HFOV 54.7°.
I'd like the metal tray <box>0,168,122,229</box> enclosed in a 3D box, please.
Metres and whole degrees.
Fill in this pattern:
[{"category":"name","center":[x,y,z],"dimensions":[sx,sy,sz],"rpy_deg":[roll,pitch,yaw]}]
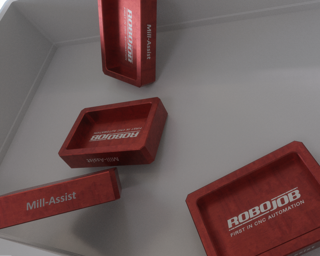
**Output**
[{"category":"metal tray","center":[-0.111,0.075,0.347],"dimensions":[0.131,0.090,0.030],"rpy_deg":[-13,86,-7]}]

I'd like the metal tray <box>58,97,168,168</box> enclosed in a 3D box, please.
[{"category":"metal tray","center":[-0.062,0.007,0.417],"dimensions":[0.130,0.030,0.090],"rpy_deg":[-6,45,25]}]

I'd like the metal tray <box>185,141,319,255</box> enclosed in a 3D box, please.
[{"category":"metal tray","center":[0.100,0.081,0.299],"dimensions":[0.130,0.030,0.090],"rpy_deg":[-29,52,9]}]

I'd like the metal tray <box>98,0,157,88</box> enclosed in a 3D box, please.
[{"category":"metal tray","center":[-0.048,-0.133,0.451],"dimensions":[0.090,0.129,0.030],"rpy_deg":[25,36,36]}]
